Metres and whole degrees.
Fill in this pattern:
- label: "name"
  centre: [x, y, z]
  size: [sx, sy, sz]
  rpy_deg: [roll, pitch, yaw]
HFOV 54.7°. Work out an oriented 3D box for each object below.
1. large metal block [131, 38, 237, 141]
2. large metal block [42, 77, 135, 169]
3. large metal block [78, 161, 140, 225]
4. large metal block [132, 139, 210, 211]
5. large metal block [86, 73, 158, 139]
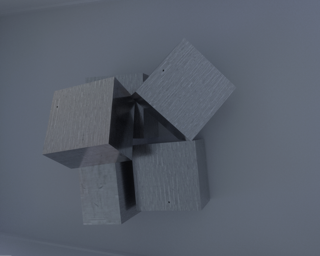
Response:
- label: "large metal block"
  centre: [0.025, -0.042, 0.359]
  size: [0.080, 0.050, 0.080]
  rpy_deg: [42, 82, -9]
- label: "large metal block"
  centre: [-0.078, -0.004, 0.353]
  size: [0.080, 0.050, 0.080]
  rpy_deg: [-10, 61, 19]
- label: "large metal block"
  centre: [-0.058, 0.073, 0.399]
  size: [0.050, 0.080, 0.080]
  rpy_deg: [-7, 88, 19]
- label: "large metal block"
  centre: [0.014, 0.057, 0.388]
  size: [0.080, 0.050, 0.080]
  rpy_deg: [-6, 88, 19]
- label: "large metal block"
  centre: [-0.050, -0.027, 0.412]
  size: [0.080, 0.050, 0.079]
  rpy_deg: [-1, 90, 19]
